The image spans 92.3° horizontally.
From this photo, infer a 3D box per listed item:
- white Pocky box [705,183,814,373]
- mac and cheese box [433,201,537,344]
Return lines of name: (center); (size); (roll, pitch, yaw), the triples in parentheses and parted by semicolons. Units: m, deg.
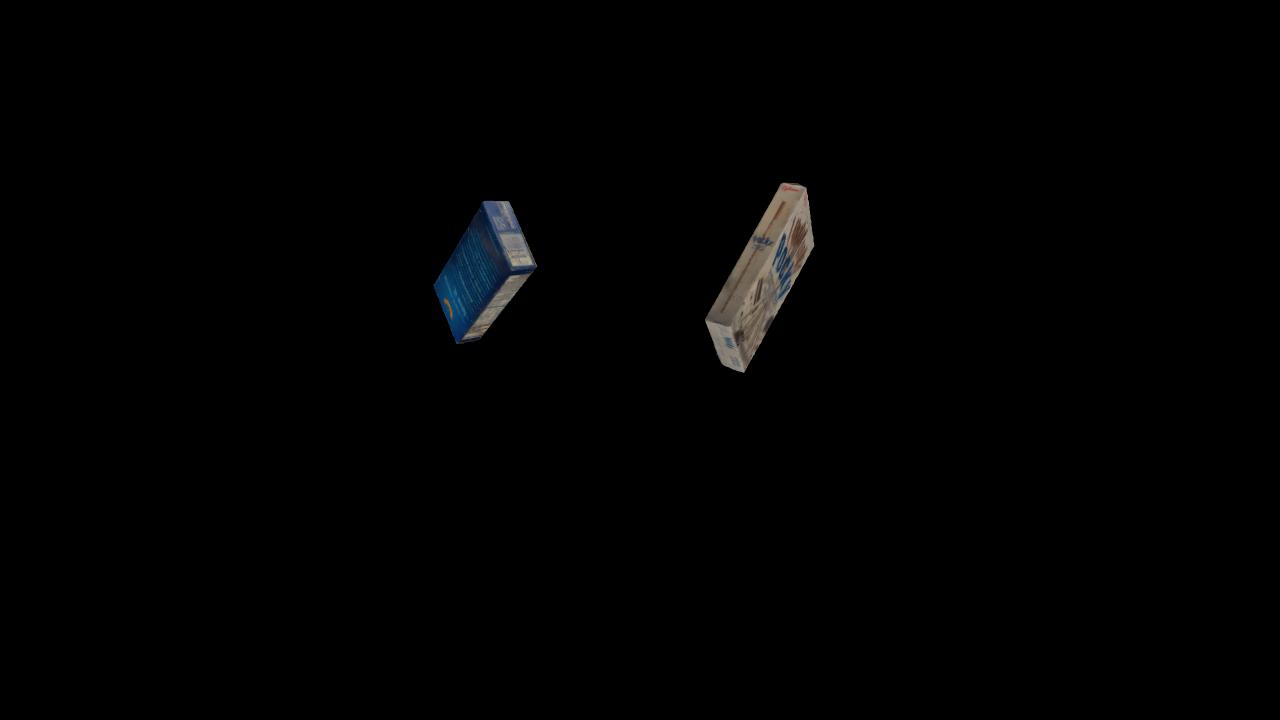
white Pocky box: (0.110, -0.073, 0.550); (0.028, 0.154, 0.084); (21, -20, 29)
mac and cheese box: (-0.195, -0.102, 0.756); (0.041, 0.093, 0.184); (-16, -15, -41)
